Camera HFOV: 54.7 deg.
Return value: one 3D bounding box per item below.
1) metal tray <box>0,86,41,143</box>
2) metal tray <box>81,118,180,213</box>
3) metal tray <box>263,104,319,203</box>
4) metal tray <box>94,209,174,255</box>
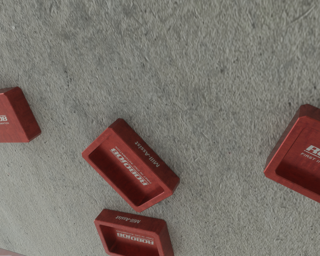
[{"bbox_3d":[-0.278,-0.020,0.538,0.130,0.030,0.089,-2,118,29],"label":"metal tray"},{"bbox_3d":[-0.045,0.059,0.463,0.130,0.030,0.090,47,129,-5],"label":"metal tray"},{"bbox_3d":[0.191,0.041,0.328,0.130,0.030,0.089,26,128,11],"label":"metal tray"},{"bbox_3d":[-0.046,0.196,0.548,0.130,0.030,0.089,2,120,27],"label":"metal tray"}]
